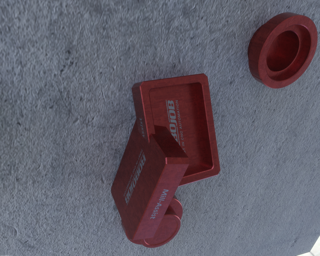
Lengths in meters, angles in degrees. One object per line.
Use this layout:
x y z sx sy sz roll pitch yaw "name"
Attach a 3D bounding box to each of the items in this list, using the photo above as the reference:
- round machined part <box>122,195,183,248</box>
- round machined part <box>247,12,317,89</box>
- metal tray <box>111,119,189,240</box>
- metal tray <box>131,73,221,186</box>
-0.007 0.148 0.485 0.099 0.042 0.097 -14 125 -21 "round machined part"
0.159 -0.106 0.420 0.099 0.042 0.097 -14 125 -21 "round machined part"
-0.019 0.062 0.386 0.030 0.090 0.129 4 122 -31 "metal tray"
0.022 0.003 0.382 0.091 0.030 0.129 -12 97 -24 "metal tray"
